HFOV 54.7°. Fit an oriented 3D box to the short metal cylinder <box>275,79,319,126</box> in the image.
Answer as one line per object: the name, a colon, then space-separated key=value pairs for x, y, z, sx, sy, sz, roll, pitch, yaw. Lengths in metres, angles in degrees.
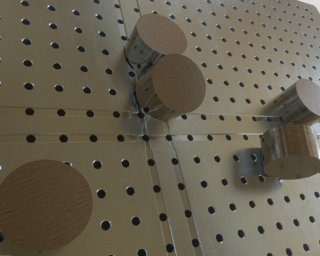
short metal cylinder: x=0.259 y=-0.042 z=0.561 sx=0.081 sy=0.050 sz=0.080 roll=14 pitch=56 yaw=-21

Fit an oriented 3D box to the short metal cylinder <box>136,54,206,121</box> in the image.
short metal cylinder: x=0.015 y=-0.054 z=0.420 sx=0.081 sy=0.050 sz=0.080 roll=6 pitch=77 yaw=-28

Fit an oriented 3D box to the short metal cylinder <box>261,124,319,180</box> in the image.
short metal cylinder: x=0.192 y=0.037 z=0.457 sx=0.081 sy=0.080 sz=0.050 roll=18 pitch=55 yaw=-19

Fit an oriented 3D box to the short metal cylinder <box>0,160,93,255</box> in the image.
short metal cylinder: x=-0.109 y=0.076 z=0.288 sx=0.081 sy=0.050 sz=0.080 roll=14 pitch=56 yaw=-21

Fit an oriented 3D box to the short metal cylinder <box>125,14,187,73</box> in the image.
short metal cylinder: x=-0.006 y=-0.124 z=0.466 sx=0.081 sy=0.050 sz=0.080 roll=14 pitch=56 yaw=-21
